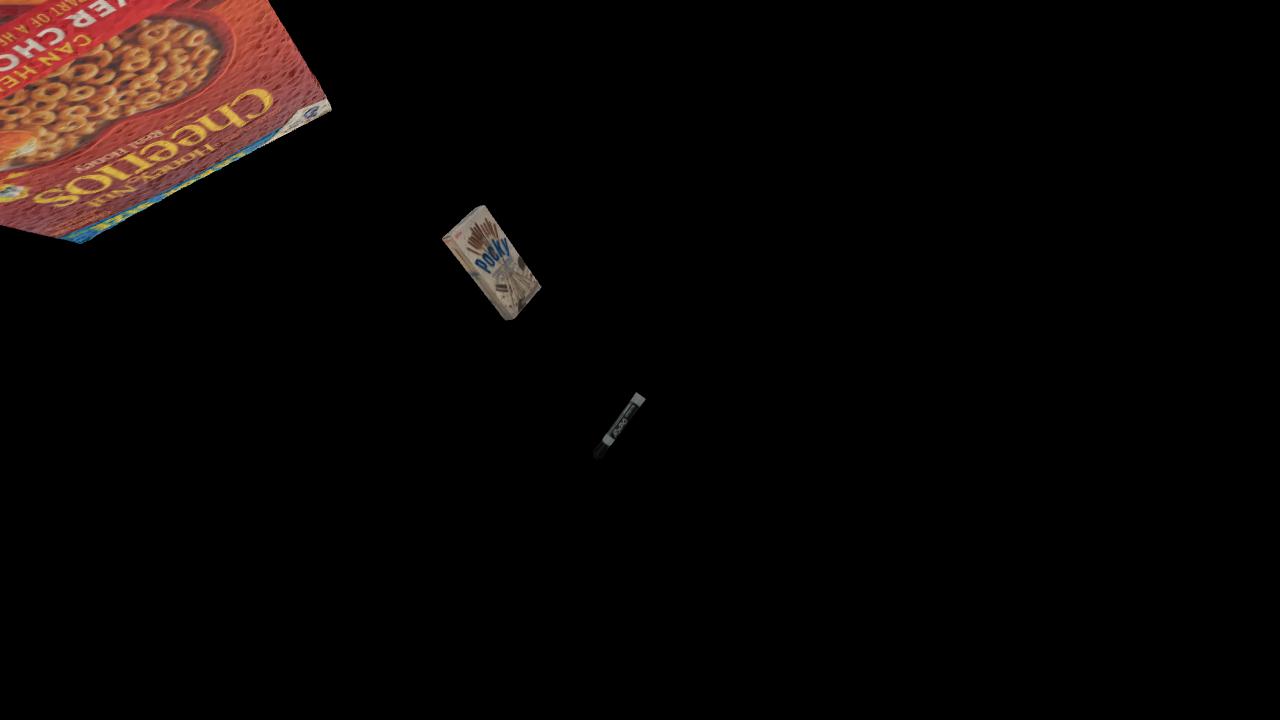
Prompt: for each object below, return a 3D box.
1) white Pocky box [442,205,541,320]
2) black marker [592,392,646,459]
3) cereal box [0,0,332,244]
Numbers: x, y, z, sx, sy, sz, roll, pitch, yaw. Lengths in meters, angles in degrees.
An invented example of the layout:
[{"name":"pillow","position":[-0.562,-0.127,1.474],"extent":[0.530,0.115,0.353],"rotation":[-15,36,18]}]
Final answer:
[{"name":"white Pocky box","position":[-0.216,-0.143,0.915],"extent":[0.028,0.154,0.084],"rotation":[-5,40,39]},{"name":"black marker","position":[-0.034,0.104,0.957],"extent":[0.020,0.121,0.020],"rotation":[36,-2,1]},{"name":"cereal box","position":[-0.290,-0.156,0.305],"extent":[0.203,0.081,0.306],"rotation":[-35,11,-12]}]
